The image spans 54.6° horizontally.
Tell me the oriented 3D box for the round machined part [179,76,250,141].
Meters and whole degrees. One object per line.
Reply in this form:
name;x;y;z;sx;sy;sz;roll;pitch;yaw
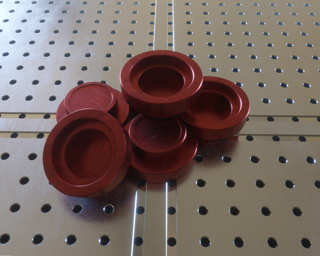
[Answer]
round machined part;0.066;-0.022;0.415;0.099;0.042;0.098;0;50;0

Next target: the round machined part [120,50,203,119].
round machined part;0.002;-0.050;0.383;0.099;0.042;0.098;0;50;0

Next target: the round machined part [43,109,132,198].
round machined part;-0.078;0.030;0.354;0.098;0.042;0.098;-4;72;13

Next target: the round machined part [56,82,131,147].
round machined part;-0.090;-0.024;0.417;0.099;0.042;0.098;0;50;0

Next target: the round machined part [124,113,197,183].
round machined part;-0.003;0.015;0.383;0.099;0.042;0.098;0;50;0

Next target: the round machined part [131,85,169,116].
round machined part;-0.003;-0.060;0.447;0.099;0.042;0.098;0;50;0
